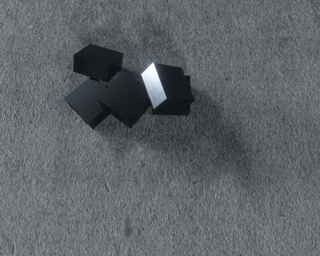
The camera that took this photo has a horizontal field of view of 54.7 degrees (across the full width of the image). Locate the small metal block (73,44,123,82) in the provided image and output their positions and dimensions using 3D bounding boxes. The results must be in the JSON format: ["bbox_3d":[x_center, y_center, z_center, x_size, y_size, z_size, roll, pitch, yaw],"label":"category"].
[{"bbox_3d":[-0.085,-0.091,0.429,0.050,0.025,0.050,18,34,6],"label":"small metal block"}]

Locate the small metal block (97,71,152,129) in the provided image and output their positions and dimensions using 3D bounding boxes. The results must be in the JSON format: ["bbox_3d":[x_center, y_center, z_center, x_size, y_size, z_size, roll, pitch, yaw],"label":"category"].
[{"bbox_3d":[-0.042,-0.036,0.394,0.050,0.025,0.050,36,74,12],"label":"small metal block"}]

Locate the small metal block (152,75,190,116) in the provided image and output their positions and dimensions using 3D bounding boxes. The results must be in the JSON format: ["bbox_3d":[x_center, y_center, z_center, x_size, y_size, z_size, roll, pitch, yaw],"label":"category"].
[{"bbox_3d":[0.015,-0.045,0.426,0.050,0.025,0.050,2,70,0],"label":"small metal block"}]

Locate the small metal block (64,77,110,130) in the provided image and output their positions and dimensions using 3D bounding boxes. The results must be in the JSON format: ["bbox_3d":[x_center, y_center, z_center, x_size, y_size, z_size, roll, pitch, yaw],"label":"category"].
[{"bbox_3d":[-0.091,-0.035,0.421,0.050,0.025,0.050,-43,76,-14],"label":"small metal block"}]

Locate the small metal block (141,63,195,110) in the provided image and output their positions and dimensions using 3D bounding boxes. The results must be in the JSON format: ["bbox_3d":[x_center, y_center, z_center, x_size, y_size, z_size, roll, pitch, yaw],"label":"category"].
[{"bbox_3d":[0.011,-0.051,0.388,0.050,0.025,0.050,-1,64,-44],"label":"small metal block"}]
